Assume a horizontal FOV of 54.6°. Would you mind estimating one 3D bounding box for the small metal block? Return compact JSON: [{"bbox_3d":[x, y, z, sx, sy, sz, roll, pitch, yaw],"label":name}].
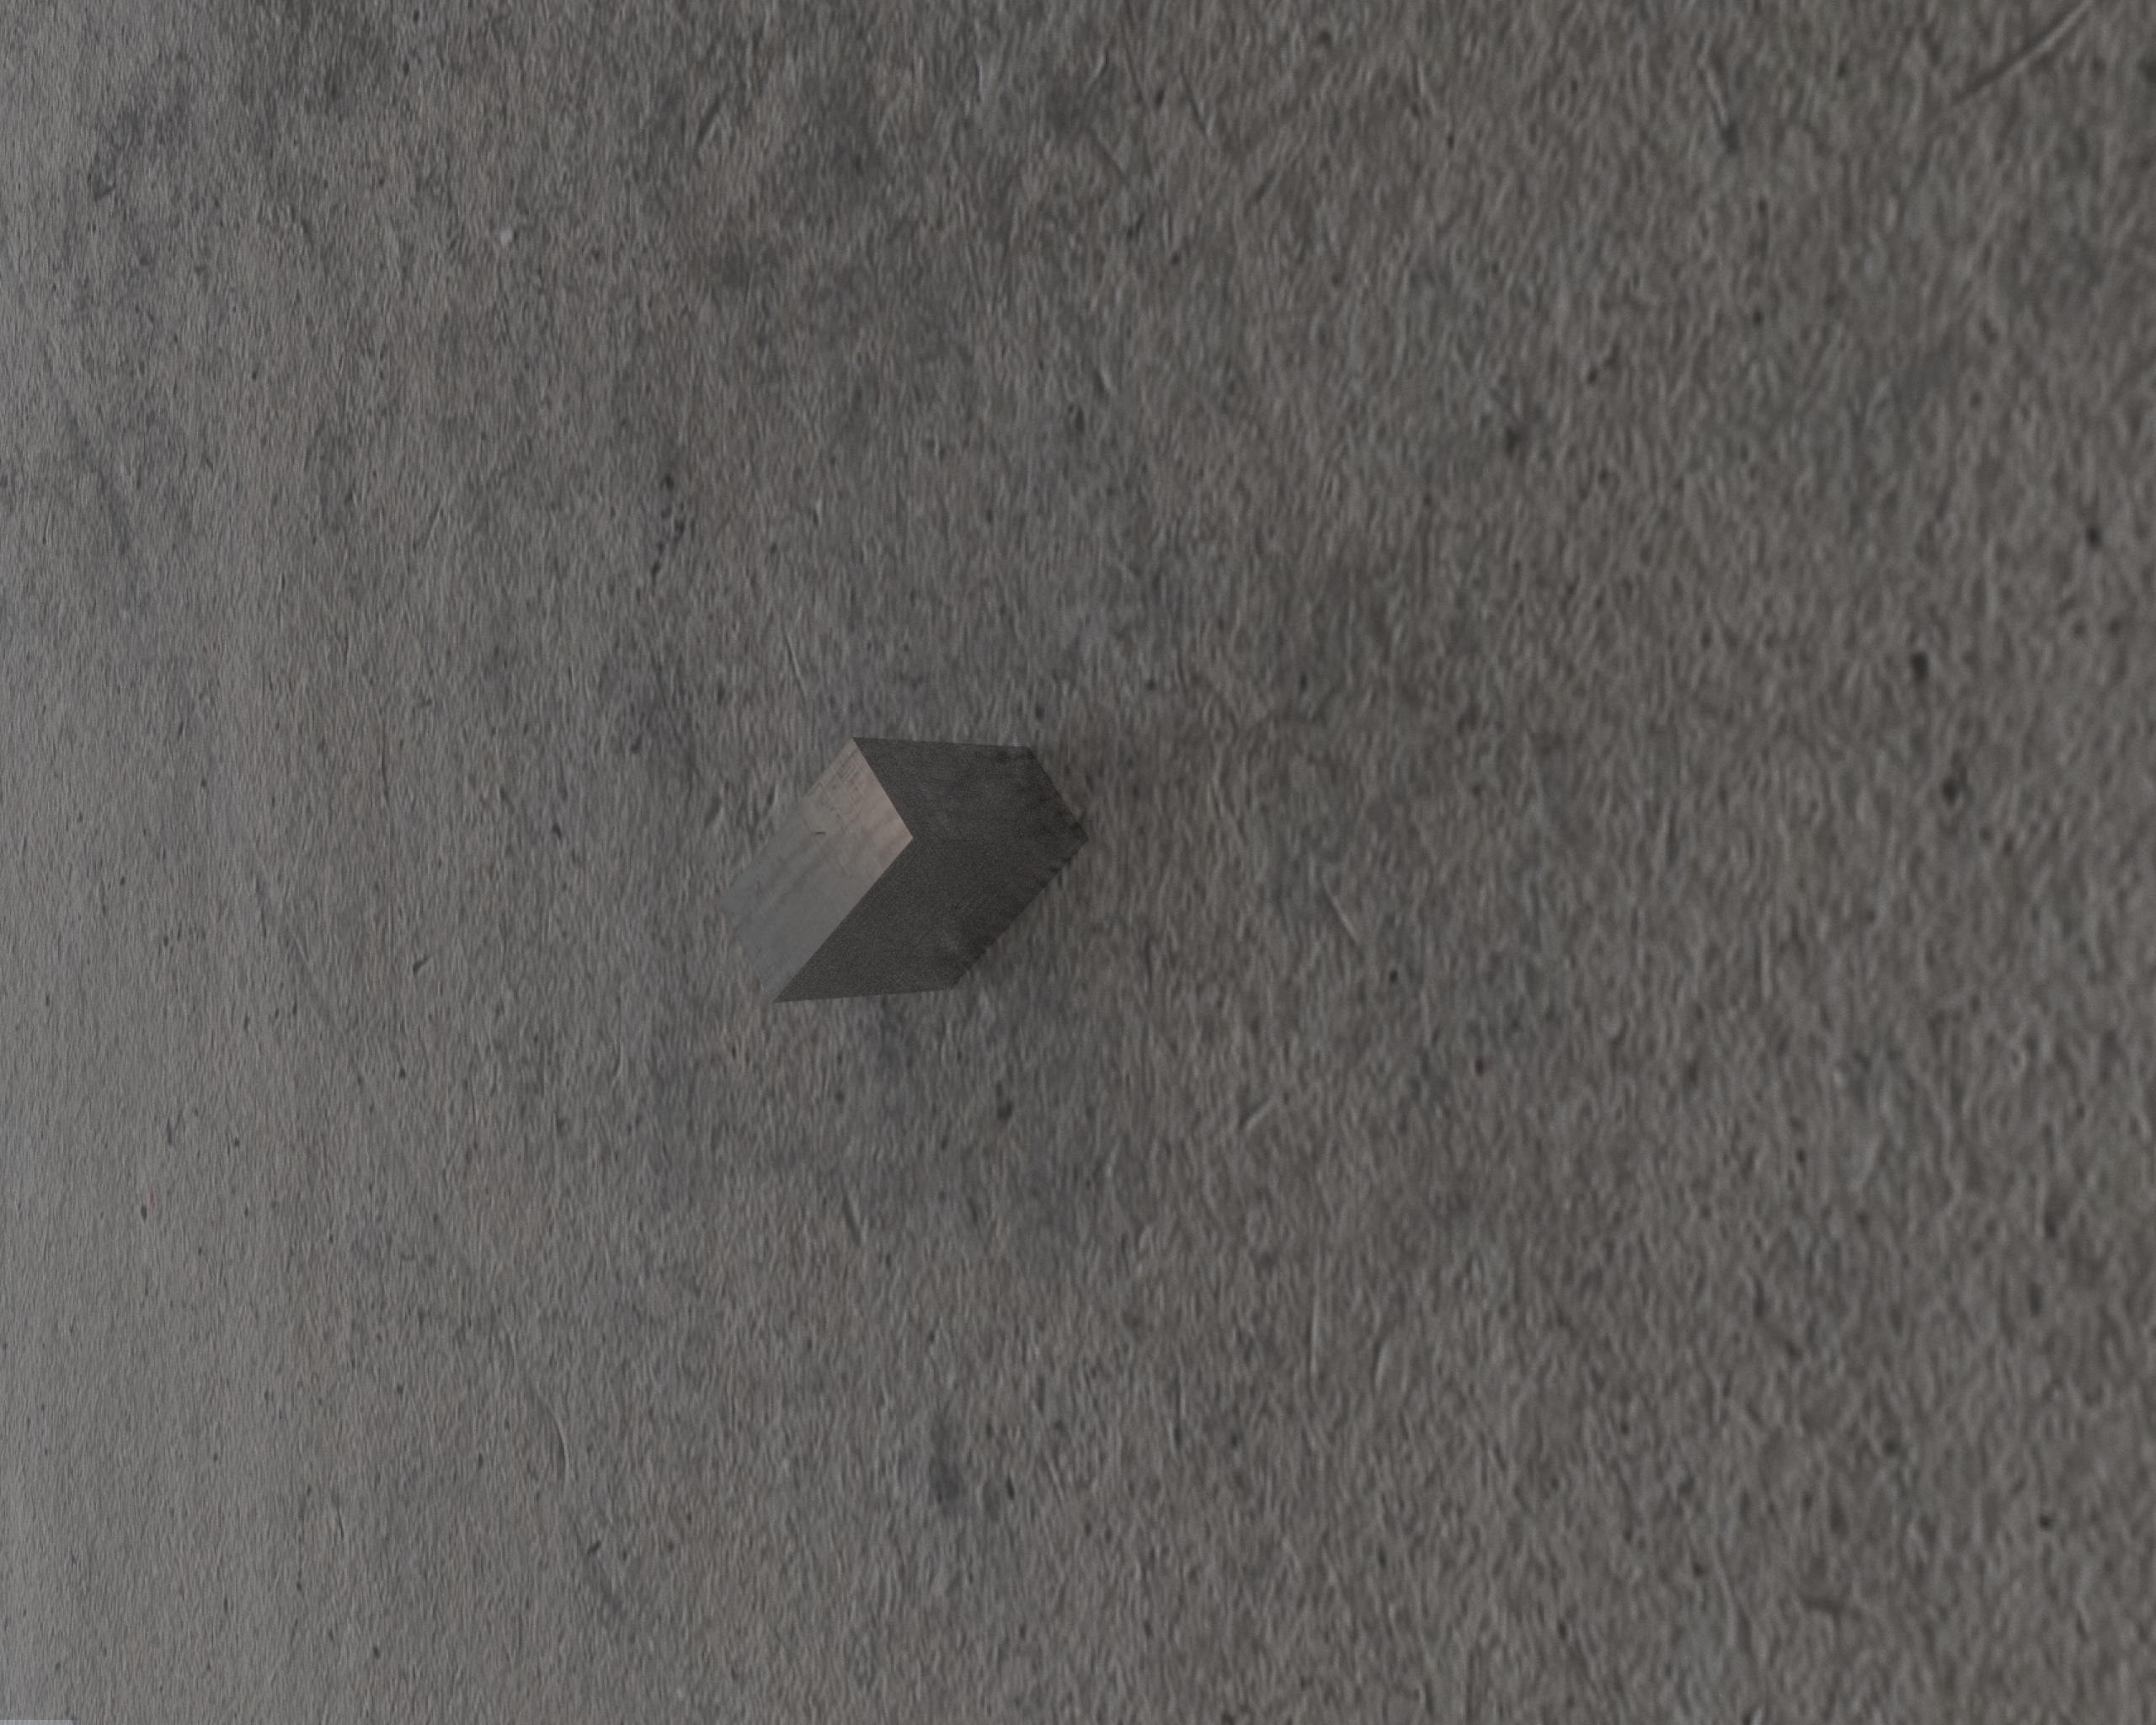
[{"bbox_3d":[-0.035,0.002,0.419,0.050,0.050,0.025,-47,62,30],"label":"small metal block"}]
